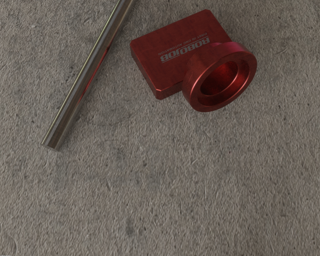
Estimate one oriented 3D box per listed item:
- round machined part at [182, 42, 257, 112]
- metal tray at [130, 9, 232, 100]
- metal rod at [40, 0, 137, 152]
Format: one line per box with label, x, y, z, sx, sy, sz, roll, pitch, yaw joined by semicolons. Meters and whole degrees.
round machined part;0.071;-0.069;0.398;0.099;0.098;0.042;-26;57;-9
metal tray;0.034;-0.107;0.445;0.131;0.030;0.090;-26;72;-9
metal rod;-0.088;-0.105;0.445;0.025;0.025;0.300;20;71;7
